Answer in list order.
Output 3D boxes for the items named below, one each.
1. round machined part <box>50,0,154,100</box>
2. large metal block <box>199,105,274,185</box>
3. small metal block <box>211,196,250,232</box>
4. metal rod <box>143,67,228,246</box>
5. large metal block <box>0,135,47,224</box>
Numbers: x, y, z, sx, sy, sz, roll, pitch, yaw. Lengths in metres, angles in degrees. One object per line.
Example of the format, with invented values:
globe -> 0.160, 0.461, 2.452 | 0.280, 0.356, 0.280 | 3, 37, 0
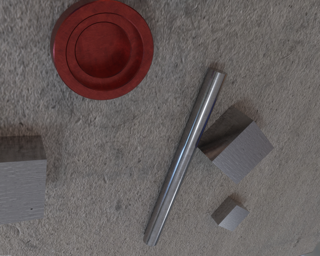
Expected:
round machined part -> -0.060, -0.081, 0.313 | 0.099, 0.042, 0.097 | -14, 124, -21
large metal block -> 0.113, 0.027, 0.469 | 0.080, 0.050, 0.080 | -46, 129, 3
small metal block -> 0.132, 0.161, 0.578 | 0.050, 0.025, 0.050 | 34, 99, -39
metal rod -> 0.030, 0.056, 0.457 | 0.025, 0.025, 0.298 | 5, 116, -31
large metal block -> -0.169, 0.056, 0.333 | 0.081, 0.050, 0.079 | -2, 119, -28
